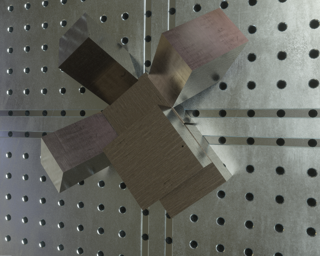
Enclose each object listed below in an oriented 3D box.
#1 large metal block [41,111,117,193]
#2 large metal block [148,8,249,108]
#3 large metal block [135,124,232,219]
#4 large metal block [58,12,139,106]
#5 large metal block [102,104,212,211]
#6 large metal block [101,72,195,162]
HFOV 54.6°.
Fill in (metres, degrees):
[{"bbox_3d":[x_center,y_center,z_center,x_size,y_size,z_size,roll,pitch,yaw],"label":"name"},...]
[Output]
[{"bbox_3d":[-0.105,0.033,0.405,0.050,0.081,0.080,54,148,13],"label":"large metal block"},{"bbox_3d":[0.040,-0.077,0.353,0.080,0.080,0.050,-31,77,-23],"label":"large metal block"},{"bbox_3d":[0.030,0.052,0.388,0.080,0.050,0.080,-38,77,15],"label":"large metal block"},{"bbox_3d":[-0.079,-0.088,0.395,0.050,0.080,0.080,-40,38,16],"label":"large metal block"},{"bbox_3d":[-0.002,0.031,0.346,0.080,0.050,0.080,-39,79,15],"label":"large metal block"},{"bbox_3d":[-0.015,-0.013,0.405,0.080,0.050,0.080,-40,78,15],"label":"large metal block"}]
